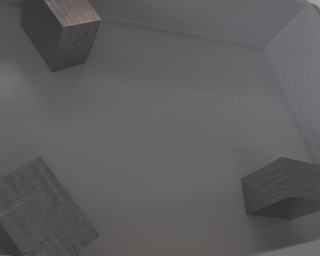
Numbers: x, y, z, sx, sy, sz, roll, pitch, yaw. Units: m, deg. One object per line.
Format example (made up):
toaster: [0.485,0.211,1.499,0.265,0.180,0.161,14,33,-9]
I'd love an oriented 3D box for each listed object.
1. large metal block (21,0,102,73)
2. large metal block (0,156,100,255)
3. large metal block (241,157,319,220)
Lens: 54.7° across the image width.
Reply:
large metal block: [-0.125,-0.130,0.382,0.050,0.080,0.080,-28,77,-37]
large metal block: [-0.105,0.083,0.263,0.050,0.080,0.080,-34,81,-38]
large metal block: [0.168,0.083,0.410,0.081,0.080,0.050,12,57,-22]
